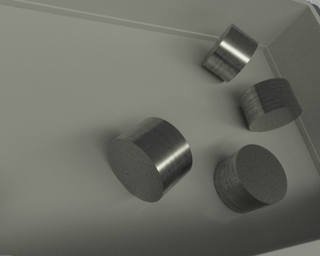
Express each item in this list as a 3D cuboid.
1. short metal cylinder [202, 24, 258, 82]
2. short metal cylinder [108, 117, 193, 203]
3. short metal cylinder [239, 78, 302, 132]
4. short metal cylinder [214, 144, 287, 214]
[{"bbox_3d":[0.113,-0.121,0.505,0.050,0.080,0.080,35,51,-6],"label":"short metal cylinder"},{"bbox_3d":[-0.012,0.034,0.343,0.080,0.080,0.050,49,51,6],"label":"short metal cylinder"},{"bbox_3d":[0.170,-0.034,0.482,0.081,0.080,0.050,1,61,-28],"label":"short metal cylinder"},{"bbox_3d":[0.119,0.068,0.412,0.081,0.050,0.080,14,56,-21],"label":"short metal cylinder"}]
